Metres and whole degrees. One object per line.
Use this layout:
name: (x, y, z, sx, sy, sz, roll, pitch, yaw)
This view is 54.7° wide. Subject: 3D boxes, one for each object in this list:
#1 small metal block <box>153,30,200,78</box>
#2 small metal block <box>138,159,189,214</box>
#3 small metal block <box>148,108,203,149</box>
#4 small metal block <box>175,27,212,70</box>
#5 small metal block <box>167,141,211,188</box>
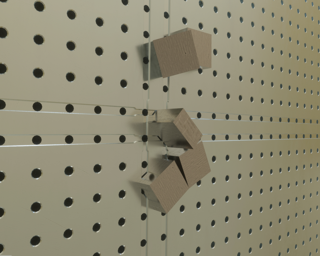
small metal block: (0.021, -0.098, 0.412, 0.050, 0.025, 0.050, -15, 103, 3)
small metal block: (0.006, 0.077, 0.416, 0.050, 0.025, 0.050, -42, 116, -32)
small metal block: (0.020, 0.001, 0.412, 0.050, 0.050, 0.025, 52, 60, -28)
small metal block: (0.049, -0.114, 0.452, 0.050, 0.025, 0.050, 0, 90, -40)
small metal block: (0.042, 0.051, 0.447, 0.050, 0.025, 0.050, -29, 109, -36)
